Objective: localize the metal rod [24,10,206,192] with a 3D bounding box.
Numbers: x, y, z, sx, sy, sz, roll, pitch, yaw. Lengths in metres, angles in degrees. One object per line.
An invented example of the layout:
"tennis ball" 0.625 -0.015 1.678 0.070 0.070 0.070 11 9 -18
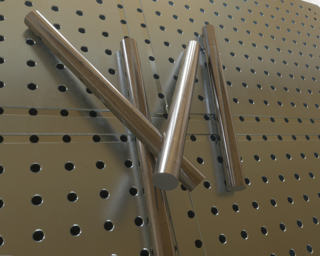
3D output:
"metal rod" -0.062 -0.040 0.376 0.300 0.025 0.025 45 51 11

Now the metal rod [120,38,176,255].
"metal rod" -0.021 0.007 0.391 0.025 0.025 0.299 3 60 -27

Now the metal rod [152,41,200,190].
"metal rod" 0.030 -0.042 0.406 0.025 0.025 0.301 28 39 -10

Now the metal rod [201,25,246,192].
"metal rod" 0.095 -0.049 0.487 0.025 0.025 0.299 11 57 -23
